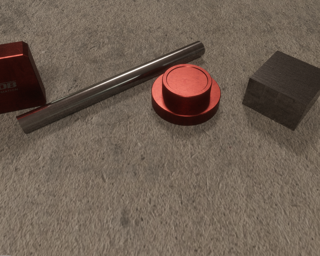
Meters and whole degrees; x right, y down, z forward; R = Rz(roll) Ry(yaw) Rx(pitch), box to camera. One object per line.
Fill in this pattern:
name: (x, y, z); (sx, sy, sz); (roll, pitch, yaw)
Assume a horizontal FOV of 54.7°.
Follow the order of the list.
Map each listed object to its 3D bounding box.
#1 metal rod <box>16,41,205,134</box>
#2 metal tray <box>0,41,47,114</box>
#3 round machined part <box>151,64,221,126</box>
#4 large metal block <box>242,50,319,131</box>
metal rod: (-0.057, -0.068, 0.459); (0.302, 0.025, 0.025); (-28, 56, -22)
metal tray: (-0.228, -0.058, 0.406); (0.131, 0.089, 0.030); (-13, 52, -11)
round machined part: (0.037, -0.053, 0.438); (0.099, 0.042, 0.098); (0, 50, 0)
large metal block: (0.176, -0.055, 0.435); (0.080, 0.050, 0.080); (33, 57, 24)
